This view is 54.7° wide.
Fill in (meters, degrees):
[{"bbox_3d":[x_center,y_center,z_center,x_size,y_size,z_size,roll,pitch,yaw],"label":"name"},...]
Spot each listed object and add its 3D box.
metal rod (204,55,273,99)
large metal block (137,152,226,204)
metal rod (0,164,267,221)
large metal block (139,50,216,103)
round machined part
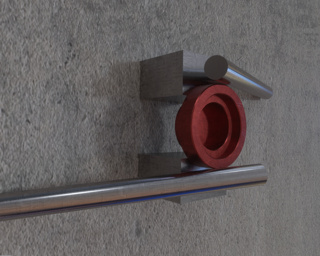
[{"bbox_3d":[0.127,-0.063,0.445,0.301,0.025,0.025,-2,92,-62],"label":"metal rod"},{"bbox_3d":[0.028,0.059,0.396,0.081,0.080,0.050,1,89,-40],"label":"large metal block"},{"bbox_3d":[-0.027,0.063,0.313,0.303,0.025,0.025,-4,93,-18],"label":"metal rod"},{"bbox_3d":[0.030,-0.061,0.397,0.081,0.080,0.050,1,89,-40],"label":"large metal block"},{"bbox_3d":[0.056,-0.002,0.368,0.099,0.042,0.097,0,90,-40],"label":"round machined part"}]
